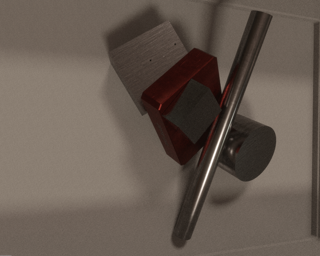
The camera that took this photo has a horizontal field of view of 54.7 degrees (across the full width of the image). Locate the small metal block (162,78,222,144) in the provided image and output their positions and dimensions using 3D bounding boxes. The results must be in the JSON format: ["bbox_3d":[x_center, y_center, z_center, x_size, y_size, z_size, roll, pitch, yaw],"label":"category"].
[{"bbox_3d":[0.036,-0.017,0.336,0.050,0.025,0.050,-51,146,-4],"label":"small metal block"}]

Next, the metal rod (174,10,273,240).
[{"bbox_3d":[0.074,0.008,0.389,0.025,0.025,0.298,12,105,-20],"label":"metal rod"}]

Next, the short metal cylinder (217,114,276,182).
[{"bbox_3d":[0.112,0.026,0.424,0.081,0.050,0.079,-17,120,-31],"label":"short metal cylinder"}]

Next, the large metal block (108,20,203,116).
[{"bbox_3d":[-0.007,-0.071,0.382,0.080,0.050,0.080,-31,91,-7],"label":"large metal block"}]

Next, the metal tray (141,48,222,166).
[{"bbox_3d":[0.036,-0.021,0.381,0.090,0.030,0.130,-43,144,-15],"label":"metal tray"}]
